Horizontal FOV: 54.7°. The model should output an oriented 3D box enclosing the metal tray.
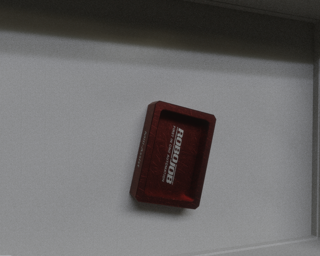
[{"bbox_3d":[0.018,0.037,0.415,0.091,0.030,0.129,13,85,-20],"label":"metal tray"}]
